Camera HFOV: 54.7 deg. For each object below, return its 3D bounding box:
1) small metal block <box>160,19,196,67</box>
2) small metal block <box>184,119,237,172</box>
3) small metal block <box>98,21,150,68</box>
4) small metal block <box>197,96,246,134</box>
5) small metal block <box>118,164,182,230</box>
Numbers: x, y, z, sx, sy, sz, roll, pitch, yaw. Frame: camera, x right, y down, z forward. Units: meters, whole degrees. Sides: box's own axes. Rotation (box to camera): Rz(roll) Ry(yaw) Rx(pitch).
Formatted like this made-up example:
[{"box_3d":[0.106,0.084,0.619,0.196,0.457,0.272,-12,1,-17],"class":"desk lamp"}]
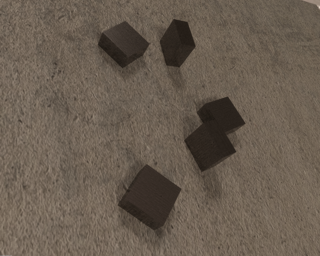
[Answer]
[{"box_3d":[0.026,-0.132,0.484,0.025,0.050,0.050,1,61,-28],"class":"small metal block"},{"box_3d":[0.065,0.024,0.410,0.025,0.050,0.050,-17,71,-35],"class":"small metal block"},{"box_3d":[-0.052,-0.122,0.452,0.050,0.025,0.050,44,51,2],"class":"small metal block"},{"box_3d":[0.092,-0.015,0.465,0.050,0.025,0.050,-19,72,-36],"class":"small metal block"},{"box_3d":[-0.011,0.078,0.352,0.050,0.025,0.050,36,51,-4],"class":"small metal block"}]
